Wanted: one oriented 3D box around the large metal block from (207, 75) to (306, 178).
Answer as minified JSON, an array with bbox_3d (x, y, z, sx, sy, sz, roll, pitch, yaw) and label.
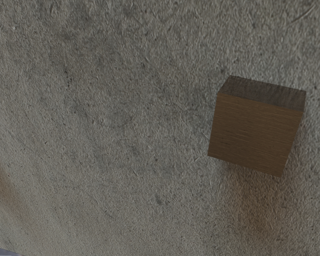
[{"bbox_3d":[0.102,-0.003,0.335,0.080,0.050,0.079,16,125,19],"label":"large metal block"}]
